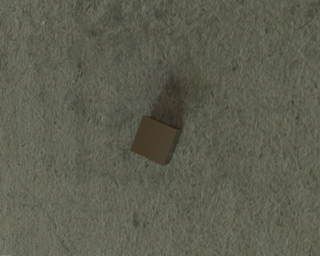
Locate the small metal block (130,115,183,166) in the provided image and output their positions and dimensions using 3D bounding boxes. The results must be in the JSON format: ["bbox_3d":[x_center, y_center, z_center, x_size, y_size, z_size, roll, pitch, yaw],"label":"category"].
[{"bbox_3d":[-0.005,0.016,0.411,0.050,0.025,0.050,23,98,18],"label":"small metal block"}]
